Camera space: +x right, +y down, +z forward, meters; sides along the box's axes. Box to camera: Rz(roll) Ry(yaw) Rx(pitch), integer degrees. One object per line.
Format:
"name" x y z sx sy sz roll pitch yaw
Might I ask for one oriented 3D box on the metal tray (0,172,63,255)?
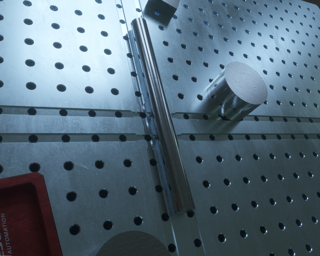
"metal tray" -0.135 0.110 0.264 0.091 0.030 0.130 -9 66 -32

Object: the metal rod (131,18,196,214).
"metal rod" -0.002 -0.034 0.427 0.025 0.025 0.299 1 61 -28

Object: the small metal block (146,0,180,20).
"small metal block" 0.008 -0.229 0.552 0.050 0.025 0.050 25 53 -13

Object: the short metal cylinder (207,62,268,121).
"short metal cylinder" 0.122 -0.058 0.494 0.081 0.050 0.080 14 56 -21

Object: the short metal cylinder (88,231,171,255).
"short metal cylinder" -0.032 0.142 0.288 0.081 0.050 0.080 14 56 -21
